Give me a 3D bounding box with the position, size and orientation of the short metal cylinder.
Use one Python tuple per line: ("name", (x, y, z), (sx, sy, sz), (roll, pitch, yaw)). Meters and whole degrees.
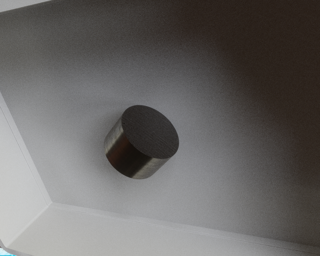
("short metal cylinder", (-0.023, 0.018, 0.392), (0.080, 0.080, 0.050), (41, 129, -1))
